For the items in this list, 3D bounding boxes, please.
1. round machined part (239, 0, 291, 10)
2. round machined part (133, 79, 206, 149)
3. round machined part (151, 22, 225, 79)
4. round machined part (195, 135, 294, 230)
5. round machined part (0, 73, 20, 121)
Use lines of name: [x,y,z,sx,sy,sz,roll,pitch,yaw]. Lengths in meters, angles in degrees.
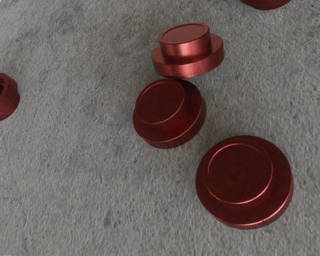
round machined part: [0.156,-0.206,0.437,0.098,0.042,0.098,-13,56,20]
round machined part: [0.007,-0.025,0.404,0.098,0.042,0.098,-13,56,20]
round machined part: [0.036,-0.110,0.419,0.098,0.042,0.098,-10,37,8]
round machined part: [0.083,0.050,0.318,0.098,0.042,0.098,-13,56,20]
round machined part: [-0.305,-0.052,0.581,0.098,0.042,0.098,-13,56,20]
